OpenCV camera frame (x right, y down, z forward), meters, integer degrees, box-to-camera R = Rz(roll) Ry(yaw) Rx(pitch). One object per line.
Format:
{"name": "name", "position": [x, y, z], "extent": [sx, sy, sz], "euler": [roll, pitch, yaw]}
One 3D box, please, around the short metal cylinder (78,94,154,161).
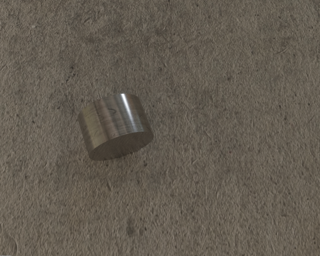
{"name": "short metal cylinder", "position": [-0.054, 0.001, 0.378], "extent": [0.080, 0.080, 0.050], "euler": [-19, 71, -7]}
